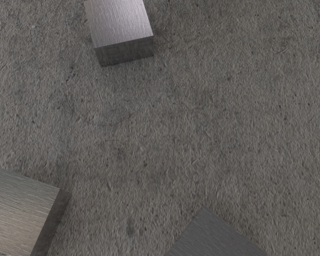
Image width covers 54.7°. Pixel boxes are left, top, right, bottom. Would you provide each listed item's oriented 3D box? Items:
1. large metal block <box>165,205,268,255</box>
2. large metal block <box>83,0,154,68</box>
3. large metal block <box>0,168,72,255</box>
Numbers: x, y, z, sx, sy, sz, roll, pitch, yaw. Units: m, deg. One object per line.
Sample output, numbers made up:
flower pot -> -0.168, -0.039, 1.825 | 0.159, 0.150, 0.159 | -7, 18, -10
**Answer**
large metal block -> 0.055, 0.145, 0.342 | 0.080, 0.050, 0.080 | 37, 74, 12
large metal block -> -0.058, -0.142, 0.446 | 0.081, 0.050, 0.080 | -14, 71, -5
large metal block -> -0.162, 0.099, 0.357 | 0.080, 0.050, 0.080 | 18, 71, 6
